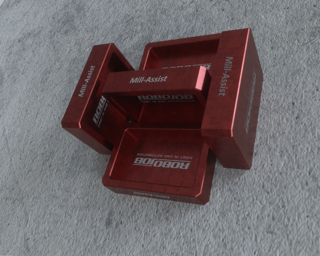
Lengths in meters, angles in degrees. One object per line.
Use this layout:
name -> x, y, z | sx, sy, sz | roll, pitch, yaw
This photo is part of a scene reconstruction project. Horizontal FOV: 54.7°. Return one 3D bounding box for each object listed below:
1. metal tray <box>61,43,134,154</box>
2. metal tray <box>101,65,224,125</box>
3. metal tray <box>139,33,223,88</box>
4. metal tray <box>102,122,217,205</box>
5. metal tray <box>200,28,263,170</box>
metal tray -> -0.074, -0.039, 0.426 | 0.030, 0.090, 0.130 | 1, 63, 29
metal tray -> 0.006, -0.034, 0.383 | 0.130, 0.090, 0.030 | 1, 64, 29
metal tray -> 0.033, -0.082, 0.436 | 0.130, 0.030, 0.090 | 1, 65, 28
metal tray -> 0.001, 0.039, 0.379 | 0.130, 0.030, 0.090 | 1, 61, 28
metal tray -> 0.084, -0.030, 0.338 | 0.030, 0.090, 0.130 | 1, 62, 29
